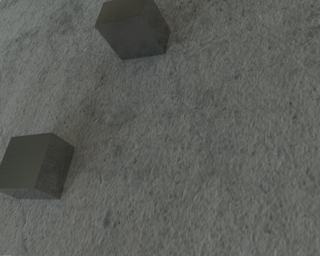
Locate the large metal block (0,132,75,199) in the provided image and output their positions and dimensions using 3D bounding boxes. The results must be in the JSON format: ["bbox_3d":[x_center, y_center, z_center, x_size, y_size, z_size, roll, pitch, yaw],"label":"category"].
[{"bbox_3d":[-0.180,0.056,0.445,0.080,0.050,0.080,-6,59,25],"label":"large metal block"}]

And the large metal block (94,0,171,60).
[{"bbox_3d":[-0.040,-0.155,0.483,0.080,0.080,0.050,-2,61,27],"label":"large metal block"}]
